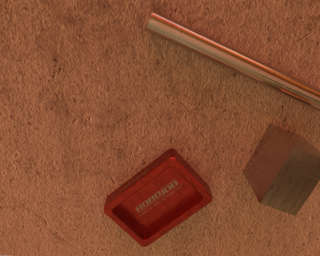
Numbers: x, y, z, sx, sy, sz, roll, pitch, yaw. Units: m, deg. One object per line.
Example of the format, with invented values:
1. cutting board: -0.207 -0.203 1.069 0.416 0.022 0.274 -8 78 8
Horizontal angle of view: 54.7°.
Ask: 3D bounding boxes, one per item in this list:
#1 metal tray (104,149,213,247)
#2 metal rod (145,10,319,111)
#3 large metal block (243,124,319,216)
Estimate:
1. metal tray: -0.003 0.102 0.444 0.130 0.030 0.090 -39 106 12
2. metal rod: 0.126 -0.069 0.386 0.302 0.025 0.025 23 108 -9
3. large metal block: 0.159 0.051 0.402 0.050 0.080 0.079 21 109 -8
